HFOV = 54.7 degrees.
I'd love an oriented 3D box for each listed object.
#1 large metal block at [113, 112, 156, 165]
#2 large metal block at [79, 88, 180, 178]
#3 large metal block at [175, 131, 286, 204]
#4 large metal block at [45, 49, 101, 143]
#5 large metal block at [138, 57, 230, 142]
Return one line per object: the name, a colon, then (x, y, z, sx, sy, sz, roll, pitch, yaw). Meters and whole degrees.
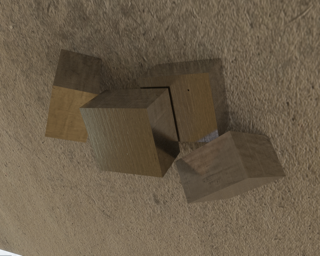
large metal block: (-0.032, 0.005, 0.408, 0.080, 0.050, 0.080, 0, 119, 27)
large metal block: (-0.030, 0.003, 0.341, 0.080, 0.050, 0.079, 2, 120, 27)
large metal block: (0.079, 0.046, 0.350, 0.080, 0.081, 0.050, -35, 61, 38)
large metal block: (-0.110, -0.041, 0.395, 0.050, 0.080, 0.079, 10, 130, -18)
large metal block: (0.031, -0.031, 0.356, 0.080, 0.050, 0.080, 0, 119, 27)
